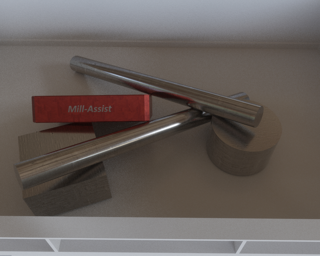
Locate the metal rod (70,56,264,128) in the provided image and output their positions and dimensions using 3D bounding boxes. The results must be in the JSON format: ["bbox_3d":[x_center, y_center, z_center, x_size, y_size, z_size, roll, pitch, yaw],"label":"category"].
[{"bbox_3d":[-0.013,-0.057,0.413,0.300,0.025,0.025,21,52,31],"label":"metal rod"}]

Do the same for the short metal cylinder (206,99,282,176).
[{"bbox_3d":[0.100,0.011,0.378,0.081,0.050,0.080,0,50,0],"label":"short metal cylinder"}]

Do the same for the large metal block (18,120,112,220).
[{"bbox_3d":[-0.105,0.044,0.345,0.081,0.050,0.080,-15,52,-13],"label":"large metal block"}]

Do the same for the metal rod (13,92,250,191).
[{"bbox_3d":[-0.004,0.002,0.353,0.302,0.025,0.025,-19,52,-33],"label":"metal rod"}]

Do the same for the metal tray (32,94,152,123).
[{"bbox_3d":[-0.077,-0.026,0.385,0.131,0.030,0.090,-1,6,1],"label":"metal tray"}]
